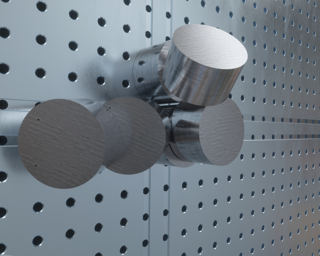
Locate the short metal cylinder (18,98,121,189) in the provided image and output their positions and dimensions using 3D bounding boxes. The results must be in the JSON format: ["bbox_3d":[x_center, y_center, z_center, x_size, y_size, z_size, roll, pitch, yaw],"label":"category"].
[{"bbox_3d":[-0.083,0.012,0.295,0.050,0.080,0.079,-37,122,-81],"label":"short metal cylinder"}]

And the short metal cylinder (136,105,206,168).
[{"bbox_3d":[0.016,0.009,0.405,0.081,0.050,0.079,0,90,-40],"label":"short metal cylinder"}]

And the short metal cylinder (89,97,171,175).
[{"bbox_3d":[-0.030,0.006,0.338,0.050,0.080,0.079,-33,118,-80],"label":"short metal cylinder"}]

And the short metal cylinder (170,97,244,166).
[{"bbox_3d":[0.056,0.003,0.372,0.081,0.050,0.079,0,90,-40],"label":"short metal cylinder"}]

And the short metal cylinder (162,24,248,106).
[{"bbox_3d":[0.047,-0.070,0.338,0.081,0.080,0.050,-30,152,-36],"label":"short metal cylinder"}]

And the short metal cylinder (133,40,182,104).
[{"bbox_3d":[0.012,-0.071,0.402,0.081,0.050,0.079,0,90,-40],"label":"short metal cylinder"}]
